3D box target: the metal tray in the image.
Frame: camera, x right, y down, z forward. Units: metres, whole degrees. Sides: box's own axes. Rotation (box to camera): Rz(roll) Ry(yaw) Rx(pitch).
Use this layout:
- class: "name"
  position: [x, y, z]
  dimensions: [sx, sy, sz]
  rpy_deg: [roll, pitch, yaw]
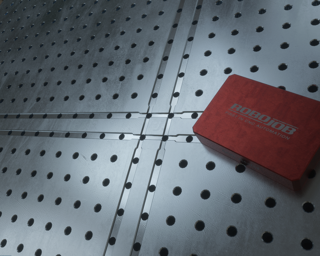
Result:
- class: "metal tray"
  position: [0.113, -0.001, 0.346]
  dimensions: [0.130, 0.030, 0.090]
  rpy_deg: [28, 77, 37]
